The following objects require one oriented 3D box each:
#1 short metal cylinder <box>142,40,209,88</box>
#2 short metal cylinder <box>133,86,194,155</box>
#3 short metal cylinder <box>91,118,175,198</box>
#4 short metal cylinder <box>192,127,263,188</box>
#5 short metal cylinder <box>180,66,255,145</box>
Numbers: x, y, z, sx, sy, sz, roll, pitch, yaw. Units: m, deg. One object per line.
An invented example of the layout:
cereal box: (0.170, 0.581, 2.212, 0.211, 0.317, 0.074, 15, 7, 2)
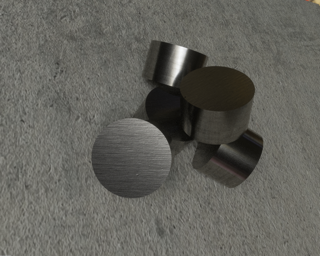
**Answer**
short metal cylinder: (0.020, -0.083, 0.423, 0.081, 0.080, 0.050, 13, 100, -21)
short metal cylinder: (0.009, -0.007, 0.398, 0.081, 0.050, 0.080, 14, 55, -21)
short metal cylinder: (-0.026, 0.029, 0.331, 0.080, 0.050, 0.079, 0, 92, 6)
short metal cylinder: (0.085, 0.029, 0.397, 0.050, 0.080, 0.080, 31, 52, -9)
short metal cylinder: (0.063, -0.027, 0.354, 0.080, 0.050, 0.080, -2, 45, 2)
